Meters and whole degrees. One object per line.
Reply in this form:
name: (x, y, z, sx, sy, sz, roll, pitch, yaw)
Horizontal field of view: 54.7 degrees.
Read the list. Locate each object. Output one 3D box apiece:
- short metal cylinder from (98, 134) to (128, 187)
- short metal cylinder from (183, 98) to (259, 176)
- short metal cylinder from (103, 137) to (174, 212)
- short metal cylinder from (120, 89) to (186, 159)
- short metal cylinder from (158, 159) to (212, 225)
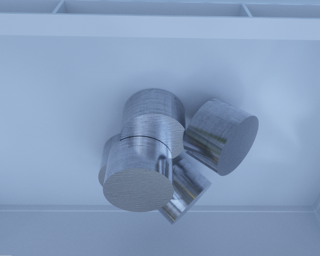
short metal cylinder: (-0.042, 0.053, 0.436, 0.081, 0.050, 0.079, 0, 130, 0)
short metal cylinder: (0.074, 0.011, 0.374, 0.081, 0.050, 0.079, -32, 139, -33)
short metal cylinder: (-0.024, 0.056, 0.371, 0.081, 0.050, 0.079, 0, 130, 0)
short metal cylinder: (-0.008, -0.002, 0.389, 0.081, 0.050, 0.079, 0, 130, 0)
short metal cylinder: (0.028, 0.090, 0.439, 0.050, 0.081, 0.079, 43, 128, 17)
